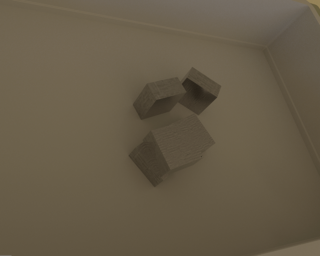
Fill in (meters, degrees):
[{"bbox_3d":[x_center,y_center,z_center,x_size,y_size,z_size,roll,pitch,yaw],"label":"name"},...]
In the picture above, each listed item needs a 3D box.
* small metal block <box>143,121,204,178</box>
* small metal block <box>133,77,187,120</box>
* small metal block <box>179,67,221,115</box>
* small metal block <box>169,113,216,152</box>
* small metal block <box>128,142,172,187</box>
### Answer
[{"bbox_3d":[0.015,0.024,0.367,0.050,0.025,0.050,-15,70,-34],"label":"small metal block"},{"bbox_3d":[-0.001,-0.039,0.413,0.050,0.050,0.025,-18,72,-35],"label":"small metal block"},{"bbox_3d":[0.052,-0.052,0.449,0.050,0.050,0.025,32,52,-8],"label":"small metal block"},{"bbox_3d":[0.038,0.014,0.417,0.050,0.025,0.050,-25,75,-37],"label":"small metal block"},{"bbox_3d":[-0.001,0.036,0.383,0.050,0.025,0.050,50,51,7],"label":"small metal block"}]
